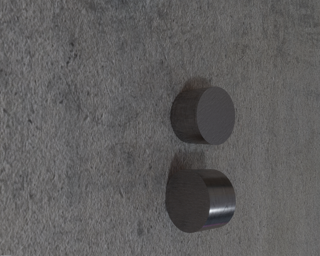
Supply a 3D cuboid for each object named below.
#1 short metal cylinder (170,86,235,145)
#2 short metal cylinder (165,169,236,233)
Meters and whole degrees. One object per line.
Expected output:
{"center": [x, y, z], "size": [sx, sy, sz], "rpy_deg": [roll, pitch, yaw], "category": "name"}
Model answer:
{"center": [0.061, -0.017, 0.440], "size": [0.081, 0.050, 0.080], "rpy_deg": [0, 90, -40], "category": "short metal cylinder"}
{"center": [0.053, 0.095, 0.413], "size": [0.050, 0.080, 0.080], "rpy_deg": [6, 86, -40], "category": "short metal cylinder"}
